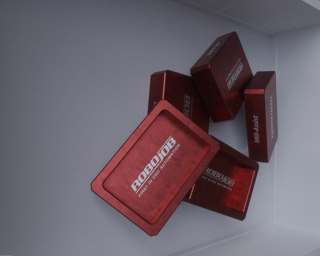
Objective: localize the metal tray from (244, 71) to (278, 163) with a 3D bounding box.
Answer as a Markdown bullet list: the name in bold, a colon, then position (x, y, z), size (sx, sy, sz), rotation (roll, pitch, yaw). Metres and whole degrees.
- **metal tray**: position (0.170, -0.019, 0.513), size (0.090, 0.030, 0.129), rotation (-45, 131, -49)

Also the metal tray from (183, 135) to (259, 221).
- **metal tray**: position (0.084, 0.072, 0.435), size (0.131, 0.030, 0.090), rotation (28, 75, -39)

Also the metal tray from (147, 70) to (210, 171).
- **metal tray**: position (0.026, -0.006, 0.425), size (0.091, 0.030, 0.129), rotation (8, 85, -40)

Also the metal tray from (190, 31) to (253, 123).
- **metal tray**: position (0.098, -0.079, 0.464), size (0.090, 0.030, 0.131), rotation (61, 41, -22)

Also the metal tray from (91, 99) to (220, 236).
- **metal tray**: position (-0.004, 0.043, 0.357), size (0.090, 0.030, 0.130), rotation (39, 76, -3)
